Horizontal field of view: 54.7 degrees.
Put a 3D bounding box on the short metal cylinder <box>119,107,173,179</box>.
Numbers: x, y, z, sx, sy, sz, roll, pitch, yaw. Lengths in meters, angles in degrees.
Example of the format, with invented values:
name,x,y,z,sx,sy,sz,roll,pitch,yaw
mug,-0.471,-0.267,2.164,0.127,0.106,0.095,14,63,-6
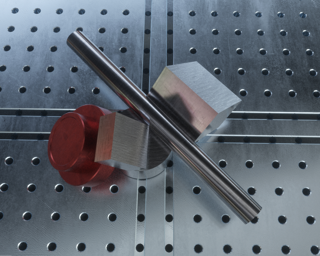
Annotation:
name,x,y,z,sx,sy,sz,roll,pitch,yaw
short metal cylinder,-0.024,0.020,0.387,0.081,0.050,0.080,0,70,0

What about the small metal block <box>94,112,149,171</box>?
name,x,y,z,sx,sy,sz,roll,pitch,yaw
small metal block,-0.040,0.016,0.333,0.025,0.050,0.050,-13,65,38

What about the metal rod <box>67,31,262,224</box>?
name,x,y,z,sx,sy,sz,roll,pitch,yaw
metal rod,-0.006,-0.011,0.359,0.025,0.025,0.300,-42,75,-14

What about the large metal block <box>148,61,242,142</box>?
name,x,y,z,sx,sy,sz,roll,pitch,yaw
large metal block,0.043,-0.035,0.385,0.080,0.050,0.080,44,33,14

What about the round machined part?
name,x,y,z,sx,sy,sz,roll,pitch,yaw
round machined part,-0.094,0.019,0.364,0.098,0.042,0.098,-12,70,36
